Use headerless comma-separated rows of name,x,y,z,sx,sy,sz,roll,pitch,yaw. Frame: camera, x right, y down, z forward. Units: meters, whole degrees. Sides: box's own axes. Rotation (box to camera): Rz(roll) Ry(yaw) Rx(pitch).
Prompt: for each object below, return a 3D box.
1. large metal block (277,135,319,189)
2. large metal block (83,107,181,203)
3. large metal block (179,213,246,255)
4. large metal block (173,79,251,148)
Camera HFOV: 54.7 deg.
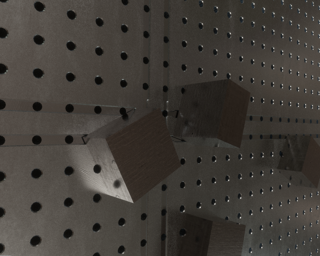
large metal block,0.297,0.070,0.646,0.080,0.050,0.080,38,67,-34
large metal block,-0.031,0.029,0.369,0.081,0.050,0.080,-33,111,-35
large metal block,0.078,0.177,0.461,0.080,0.050,0.080,20,77,-39
large metal block,0.072,-0.018,0.436,0.050,0.080,0.080,22,76,-38
